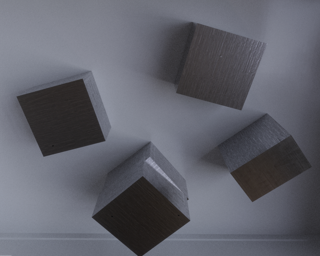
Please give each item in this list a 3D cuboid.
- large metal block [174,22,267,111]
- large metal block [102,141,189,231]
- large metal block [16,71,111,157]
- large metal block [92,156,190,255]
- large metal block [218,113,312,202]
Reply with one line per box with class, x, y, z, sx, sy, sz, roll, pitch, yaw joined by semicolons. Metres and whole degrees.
large metal block;0.068;-0.075;0.371;0.081;0.050;0.079;14;109;-6
large metal block;-0.019;0.080;0.427;0.080;0.050;0.080;-37;106;12
large metal block;-0.116;-0.019;0.389;0.080;0.050;0.080;-14;110;5
large metal block;-0.022;0.096;0.380;0.080;0.050;0.080;-40;106;13
large metal block;0.129;0.035;0.397;0.080;0.080;0.050;-35;107;11
